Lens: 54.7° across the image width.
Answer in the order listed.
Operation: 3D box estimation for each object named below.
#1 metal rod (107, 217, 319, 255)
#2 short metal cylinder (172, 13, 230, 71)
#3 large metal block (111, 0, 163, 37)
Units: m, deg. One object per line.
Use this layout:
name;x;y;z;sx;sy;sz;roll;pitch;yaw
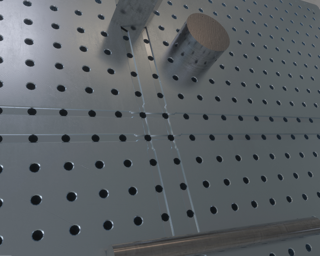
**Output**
metal rod;0.086;0.133;0.372;0.303;0.025;0.025;3;61;-27
short metal cylinder;0.068;-0.143;0.516;0.081;0.050;0.080;14;56;-21
large metal block;-0.025;-0.204;0.484;0.050;0.080;0.080;32;52;-8
